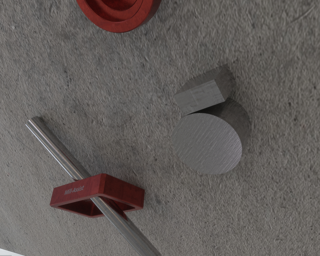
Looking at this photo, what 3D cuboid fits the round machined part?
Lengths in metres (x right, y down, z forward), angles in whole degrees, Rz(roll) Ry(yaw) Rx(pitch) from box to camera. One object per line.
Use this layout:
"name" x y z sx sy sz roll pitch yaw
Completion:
"round machined part" -0.041 -0.153 0.322 0.098 0.042 0.097 13 124 21

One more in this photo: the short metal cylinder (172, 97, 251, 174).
"short metal cylinder" 0.061 0.007 0.363 0.080 0.050 0.079 13 124 21

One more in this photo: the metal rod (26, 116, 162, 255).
"metal rod" -0.109 0.097 0.495 0.300 0.025 0.025 47 129 6

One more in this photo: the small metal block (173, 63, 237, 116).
"small metal block" 0.050 -0.042 0.338 0.050 0.050 0.025 -19 108 35

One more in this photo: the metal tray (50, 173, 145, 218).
"metal tray" -0.101 0.113 0.496 0.130 0.030 0.090 -21 142 36
